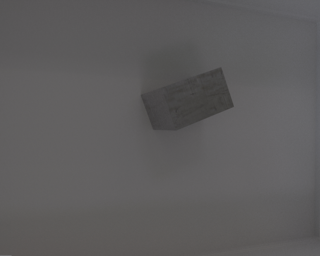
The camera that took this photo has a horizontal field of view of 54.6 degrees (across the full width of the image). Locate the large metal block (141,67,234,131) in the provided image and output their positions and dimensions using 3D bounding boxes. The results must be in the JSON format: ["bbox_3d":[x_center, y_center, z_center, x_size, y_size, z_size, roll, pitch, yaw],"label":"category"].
[{"bbox_3d":[0.031,-0.035,0.393,0.081,0.080,0.050,-22,98,-19],"label":"large metal block"}]
